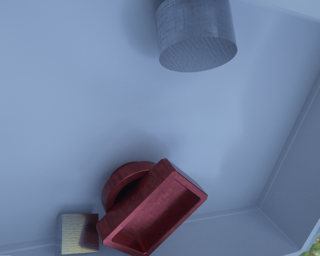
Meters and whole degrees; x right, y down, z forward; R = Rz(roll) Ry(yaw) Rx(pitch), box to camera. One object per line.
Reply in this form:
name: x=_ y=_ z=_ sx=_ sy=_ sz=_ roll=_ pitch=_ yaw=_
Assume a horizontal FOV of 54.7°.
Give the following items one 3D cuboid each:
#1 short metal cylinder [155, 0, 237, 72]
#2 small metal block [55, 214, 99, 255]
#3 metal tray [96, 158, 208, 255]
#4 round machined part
short metal cylinder: x=0.037 y=-0.098 z=0.326 sx=0.081 sy=0.080 sz=0.050 roll=3 pitch=75 yaw=-30
small metal block: x=-0.111 y=0.144 z=0.419 sx=0.050 sy=0.050 sz=0.025 roll=10 pitch=151 yaw=-33
metal tray: x=-0.009 y=0.112 z=0.416 sx=0.130 sy=0.030 sz=0.090 roll=-45 pitch=130 yaw=3
round machined part: x=-0.035 y=0.086 z=0.434 sx=0.099 sy=0.042 sz=0.097 roll=-14 pitch=125 yaw=-21
